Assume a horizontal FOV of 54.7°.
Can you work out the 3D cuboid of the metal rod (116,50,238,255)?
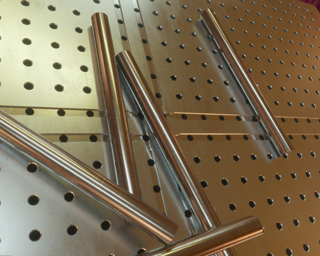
[{"bbox_3d":[0.013,0.024,0.401,0.025,0.025,0.299,-16,70,-35],"label":"metal rod"}]

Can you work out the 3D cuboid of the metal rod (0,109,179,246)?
[{"bbox_3d":[-0.114,0.026,0.312,0.301,0.025,0.025,33,51,0],"label":"metal rod"}]

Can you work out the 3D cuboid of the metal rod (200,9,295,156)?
[{"bbox_3d":[0.146,-0.089,0.543,0.025,0.025,0.299,-11,68,-33],"label":"metal rod"}]

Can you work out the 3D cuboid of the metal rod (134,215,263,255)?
[{"bbox_3d":[-0.024,0.135,0.295,0.303,0.025,0.025,-9,66,-26],"label":"metal rod"}]

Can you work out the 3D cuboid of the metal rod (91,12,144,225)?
[{"bbox_3d":[-0.058,-0.031,0.396,0.025,0.025,0.299,1,61,-28],"label":"metal rod"}]
